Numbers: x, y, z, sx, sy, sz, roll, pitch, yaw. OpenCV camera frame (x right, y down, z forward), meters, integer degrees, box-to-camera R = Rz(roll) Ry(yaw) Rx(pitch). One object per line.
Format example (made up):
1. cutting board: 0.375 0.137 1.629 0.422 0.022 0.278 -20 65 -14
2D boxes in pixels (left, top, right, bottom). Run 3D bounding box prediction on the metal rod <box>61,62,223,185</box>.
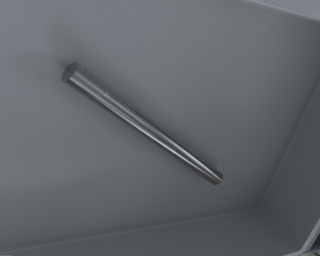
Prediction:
1. metal rod: 0.000 0.012 0.415 0.025 0.025 0.301 -48 129 6
